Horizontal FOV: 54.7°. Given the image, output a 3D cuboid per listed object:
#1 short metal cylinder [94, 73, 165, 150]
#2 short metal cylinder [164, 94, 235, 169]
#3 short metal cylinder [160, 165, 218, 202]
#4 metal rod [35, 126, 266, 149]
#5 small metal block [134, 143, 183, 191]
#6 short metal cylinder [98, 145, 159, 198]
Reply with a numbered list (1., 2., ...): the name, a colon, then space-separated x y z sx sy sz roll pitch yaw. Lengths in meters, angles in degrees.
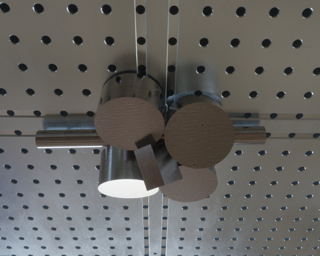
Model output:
1. short metal cylinder: -0.035 -0.019 0.374 0.081 0.050 0.079 0 130 0
2. short metal cylinder: 0.045 0.002 0.376 0.081 0.050 0.079 0 107 0
3. short metal cylinder: 0.039 0.062 0.443 0.081 0.050 0.079 0 130 0
4. metal rod: -0.012 0.012 0.417 0.302 0.025 0.025 -1 130 0
5. small metal block: -0.001 0.046 0.383 0.025 0.050 0.050 -25 168 26
6. short metal cylinder: -0.042 0.061 0.426 0.081 0.050 0.080 -1 150 0
